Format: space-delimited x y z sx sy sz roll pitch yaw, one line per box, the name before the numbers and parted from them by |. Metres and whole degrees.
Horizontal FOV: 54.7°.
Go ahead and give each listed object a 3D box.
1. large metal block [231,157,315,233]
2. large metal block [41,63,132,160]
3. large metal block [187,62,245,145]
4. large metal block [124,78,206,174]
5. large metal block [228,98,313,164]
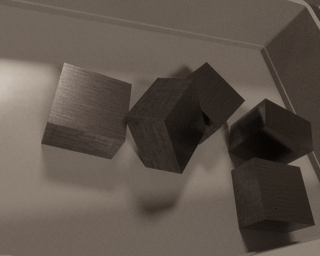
large metal block | 0.149 0.092 0.416 0.081 0.050 0.080 13 56 -22
large metal block | -0.082 -0.018 0.357 0.081 0.050 0.080 16 55 -20
large metal block | 0.062 -0.037 0.448 0.080 0.050 0.080 46 51 3
large metal block | 0.011 -0.005 0.373 0.080 0.050 0.080 -55 139 -39
large metal block | 0.158 0.014 0.450 0.080 0.080 0.050 25 53 -14
